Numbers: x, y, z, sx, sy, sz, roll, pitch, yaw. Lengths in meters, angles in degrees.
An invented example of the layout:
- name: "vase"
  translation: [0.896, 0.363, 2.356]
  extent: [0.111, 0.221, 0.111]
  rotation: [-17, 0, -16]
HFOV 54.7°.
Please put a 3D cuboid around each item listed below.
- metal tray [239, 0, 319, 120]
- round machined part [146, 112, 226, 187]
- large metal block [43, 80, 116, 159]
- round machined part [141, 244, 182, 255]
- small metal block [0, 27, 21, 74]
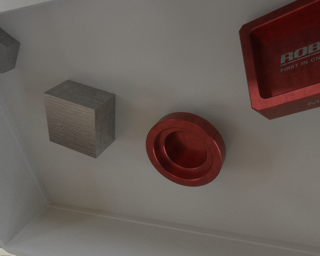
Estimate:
- name: "metal tray"
  translation: [0.137, -0.067, 0.256]
  extent: [0.130, 0.030, 0.090]
  rotation: [-17, 66, 34]
- name: "round machined part"
  translation: [0.035, 0.023, 0.392]
  extent: [0.098, 0.042, 0.097]
  rotation: [13, 124, 20]
- name: "large metal block"
  translation: [-0.112, -0.014, 0.441]
  extent: [0.080, 0.050, 0.079]
  rotation: [18, 126, 17]
- name: "round machined part"
  translation: [0.004, 0.261, 0.558]
  extent: [0.098, 0.042, 0.097]
  rotation: [13, 124, 20]
- name: "small metal block"
  translation: [-0.241, -0.118, 0.460]
  extent: [0.050, 0.025, 0.050]
  rotation: [38, 129, 2]
